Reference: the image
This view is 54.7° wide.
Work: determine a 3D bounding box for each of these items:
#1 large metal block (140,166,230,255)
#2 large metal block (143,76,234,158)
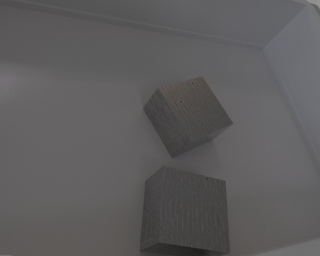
[{"bbox_3d":[0.027,0.096,0.345,0.081,0.050,0.080,16,55,-19],"label":"large metal block"},{"bbox_3d":[0.037,-0.016,0.420,0.081,0.050,0.080,-20,72,-35],"label":"large metal block"}]
